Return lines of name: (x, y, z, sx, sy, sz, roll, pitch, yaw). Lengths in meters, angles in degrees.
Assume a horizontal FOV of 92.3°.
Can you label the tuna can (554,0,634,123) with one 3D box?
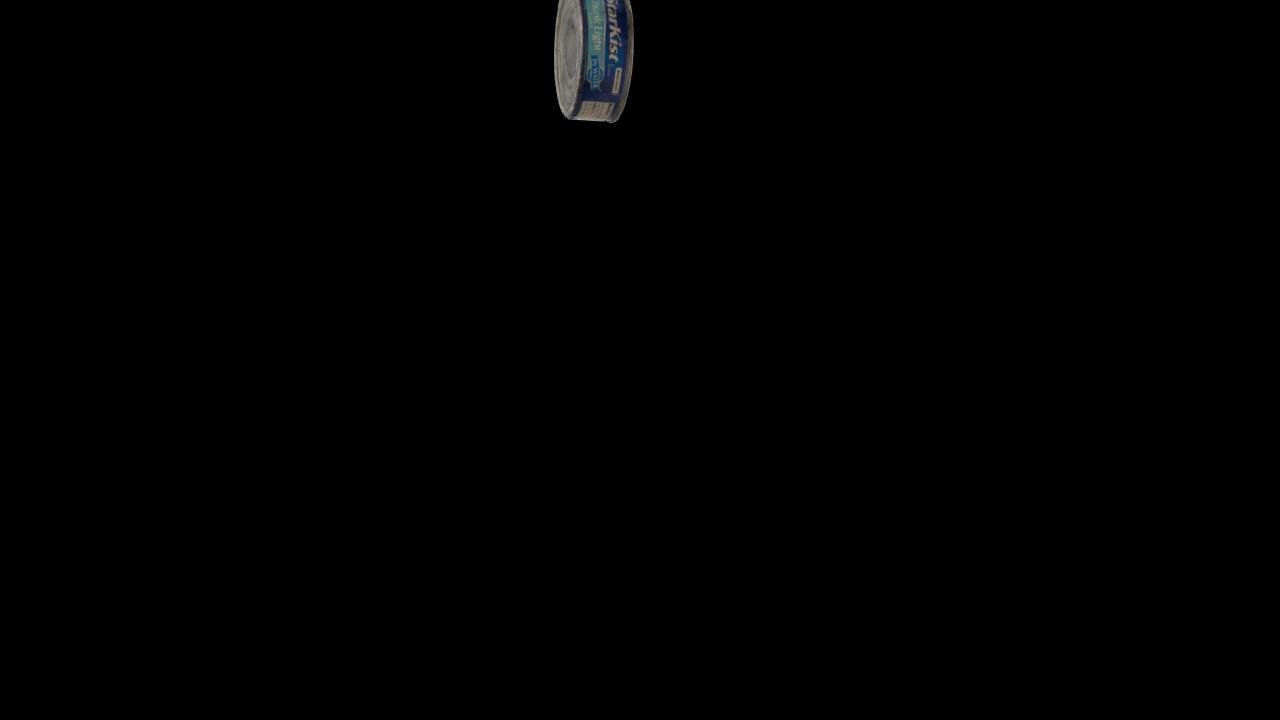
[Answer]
tuna can: (-0.033, -0.202, 0.406, 0.034, 0.084, 0.084, -4, 1, -19)
